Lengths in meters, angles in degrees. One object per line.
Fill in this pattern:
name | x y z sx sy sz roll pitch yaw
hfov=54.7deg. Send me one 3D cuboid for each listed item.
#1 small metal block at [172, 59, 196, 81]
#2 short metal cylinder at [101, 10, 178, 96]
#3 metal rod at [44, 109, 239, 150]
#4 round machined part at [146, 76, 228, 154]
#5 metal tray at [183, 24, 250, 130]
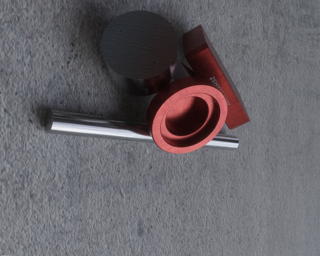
small metal block | 0.018 -0.062 0.403 0.050 0.050 0.025 30 72 -36
short metal cylinder | -0.021 -0.081 0.346 0.081 0.050 0.080 0 76 -1
metal rod | 0.003 0.009 0.408 0.302 0.025 0.025 8 85 -40
round machined part | 0.029 -0.019 0.379 0.099 0.042 0.097 -13 129 -16
metal tray | 0.078 -0.071 0.435 0.130 0.030 0.090 53 21 -27
